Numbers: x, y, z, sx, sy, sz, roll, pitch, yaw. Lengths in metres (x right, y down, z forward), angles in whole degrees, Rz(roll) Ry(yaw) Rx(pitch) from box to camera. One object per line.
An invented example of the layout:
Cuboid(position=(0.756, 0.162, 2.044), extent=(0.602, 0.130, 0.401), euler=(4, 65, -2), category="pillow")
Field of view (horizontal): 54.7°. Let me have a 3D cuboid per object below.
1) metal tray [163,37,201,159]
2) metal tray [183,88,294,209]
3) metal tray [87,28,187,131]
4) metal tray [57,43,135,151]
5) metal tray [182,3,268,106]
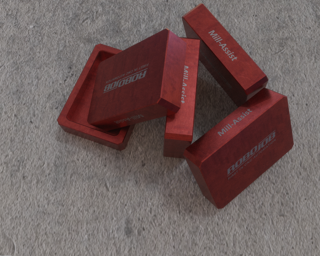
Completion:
Cuboid(position=(0.026, -0.035, 0.388), extent=(0.030, 0.090, 0.130), euler=(6, 71, 2), category="metal tray")
Cuboid(position=(0.098, 0.025, 0.367), extent=(0.131, 0.090, 0.030), euler=(-37, 39, -12), category="metal tray")
Cuboid(position=(-0.031, -0.052, 0.368), extent=(0.130, 0.030, 0.090), euler=(-13, 63, 43), category="metal tray")
Cuboid(position=(-0.068, -0.044, 0.422), extent=(0.090, 0.030, 0.130), euler=(19, 71, 6), category="metal tray")
Cuboid(position=(0.083, -0.088, 0.406), extent=(0.030, 0.090, 0.130), euler=(-36, 74, 3), category="metal tray")
